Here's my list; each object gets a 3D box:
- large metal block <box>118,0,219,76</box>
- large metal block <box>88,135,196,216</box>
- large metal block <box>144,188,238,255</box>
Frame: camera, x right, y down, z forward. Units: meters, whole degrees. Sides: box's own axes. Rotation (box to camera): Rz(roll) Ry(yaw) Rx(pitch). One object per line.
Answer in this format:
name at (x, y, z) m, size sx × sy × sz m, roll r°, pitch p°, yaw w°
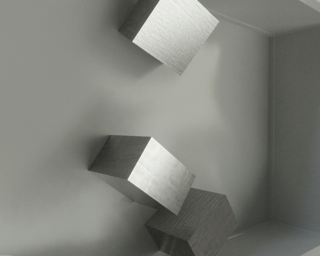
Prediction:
large metal block at (0.010, -0.124, 0.379) m, size 0.080 × 0.050 × 0.080 m, roll 28°, pitch 103°, yaw -37°
large metal block at (-0.021, 0.052, 0.355) m, size 0.080 × 0.080 × 0.050 m, roll 43°, pitch 64°, yaw -32°
large metal block at (0.041, 0.127, 0.408) m, size 0.080 × 0.080 × 0.050 m, roll -40°, pitch 115°, yaw -33°
